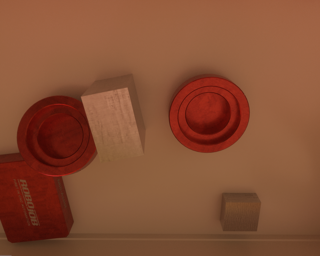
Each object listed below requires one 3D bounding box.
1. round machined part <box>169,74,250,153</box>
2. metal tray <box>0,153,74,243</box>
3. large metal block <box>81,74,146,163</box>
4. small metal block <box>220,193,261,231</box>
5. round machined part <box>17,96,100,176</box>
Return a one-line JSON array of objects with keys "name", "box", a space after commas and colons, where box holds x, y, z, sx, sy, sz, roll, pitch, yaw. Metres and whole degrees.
[{"name": "round machined part", "box": [0.060, -0.021, 0.395, 0.099, 0.042, 0.097, 0, 110, -1]}, {"name": "metal tray", "box": [-0.184, 0.099, 0.443, 0.091, 0.030, 0.129, -7, 110, 2]}, {"name": "large metal block", "box": [-0.051, -0.015, 0.376, 0.050, 0.080, 0.079, -11, 110, 3]}, {"name": "small metal block", "box": [0.118, 0.125, 0.459, 0.050, 0.025, 0.050, 1, 110, -1]}, {"name": "round machined part", "box": [-0.122, 0.011, 0.391, 0.099, 0.042, 0.097, 0, 84, 1]}]
